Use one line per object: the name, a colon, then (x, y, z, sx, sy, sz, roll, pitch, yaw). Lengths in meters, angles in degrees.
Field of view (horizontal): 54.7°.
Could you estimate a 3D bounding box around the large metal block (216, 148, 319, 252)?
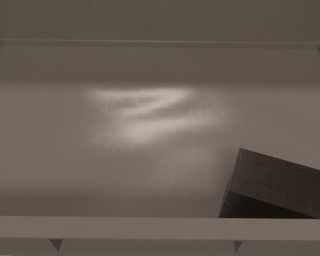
large metal block: (0.107, 0.073, 0.309, 0.080, 0.080, 0.050, 16, 52, 12)
